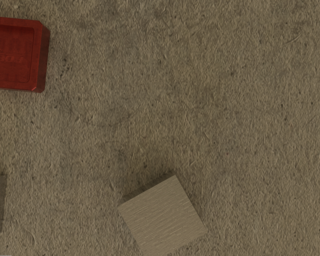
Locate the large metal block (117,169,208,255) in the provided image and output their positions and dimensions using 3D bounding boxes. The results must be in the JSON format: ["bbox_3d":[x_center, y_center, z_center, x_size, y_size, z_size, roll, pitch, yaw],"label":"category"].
[{"bbox_3d":[0.003,0.110,0.398,0.080,0.050,0.080,-29,90,0],"label":"large metal block"}]

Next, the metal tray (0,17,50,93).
[{"bbox_3d":[-0.218,-0.097,0.405,0.131,0.030,0.089,6,90,0],"label":"metal tray"}]

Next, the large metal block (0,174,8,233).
[{"bbox_3d":[-0.236,0.100,0.381,0.050,0.080,0.080,6,90,0],"label":"large metal block"}]
